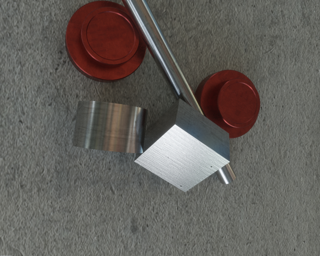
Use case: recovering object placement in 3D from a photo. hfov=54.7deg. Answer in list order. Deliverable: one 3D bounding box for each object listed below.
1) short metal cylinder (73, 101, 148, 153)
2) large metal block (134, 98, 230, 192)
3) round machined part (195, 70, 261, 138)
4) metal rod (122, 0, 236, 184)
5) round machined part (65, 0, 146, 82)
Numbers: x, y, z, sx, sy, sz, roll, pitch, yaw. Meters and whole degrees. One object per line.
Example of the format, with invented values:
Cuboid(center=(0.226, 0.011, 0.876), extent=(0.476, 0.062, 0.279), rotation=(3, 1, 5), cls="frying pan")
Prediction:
Cuboid(center=(-0.057, 0.000, 0.359), extent=(0.081, 0.080, 0.050), rotation=(7, 88, -20), cls="short metal cylinder")
Cuboid(center=(0.028, 0.024, 0.384), extent=(0.080, 0.080, 0.050), rotation=(34, 37, -17), cls="large metal block")
Cuboid(center=(0.101, -0.034, 0.438), extent=(0.099, 0.042, 0.097), rotation=(0, 90, -20), cls="round machined part")
Cuboid(center=(0.027, -0.049, 0.394), extent=(0.025, 0.025, 0.299), rotation=(-37, 111, -16), cls="metal rod")
Cuboid(center=(-0.063, -0.107, 0.377), extent=(0.099, 0.042, 0.097), rotation=(0, 90, -20), cls="round machined part")
